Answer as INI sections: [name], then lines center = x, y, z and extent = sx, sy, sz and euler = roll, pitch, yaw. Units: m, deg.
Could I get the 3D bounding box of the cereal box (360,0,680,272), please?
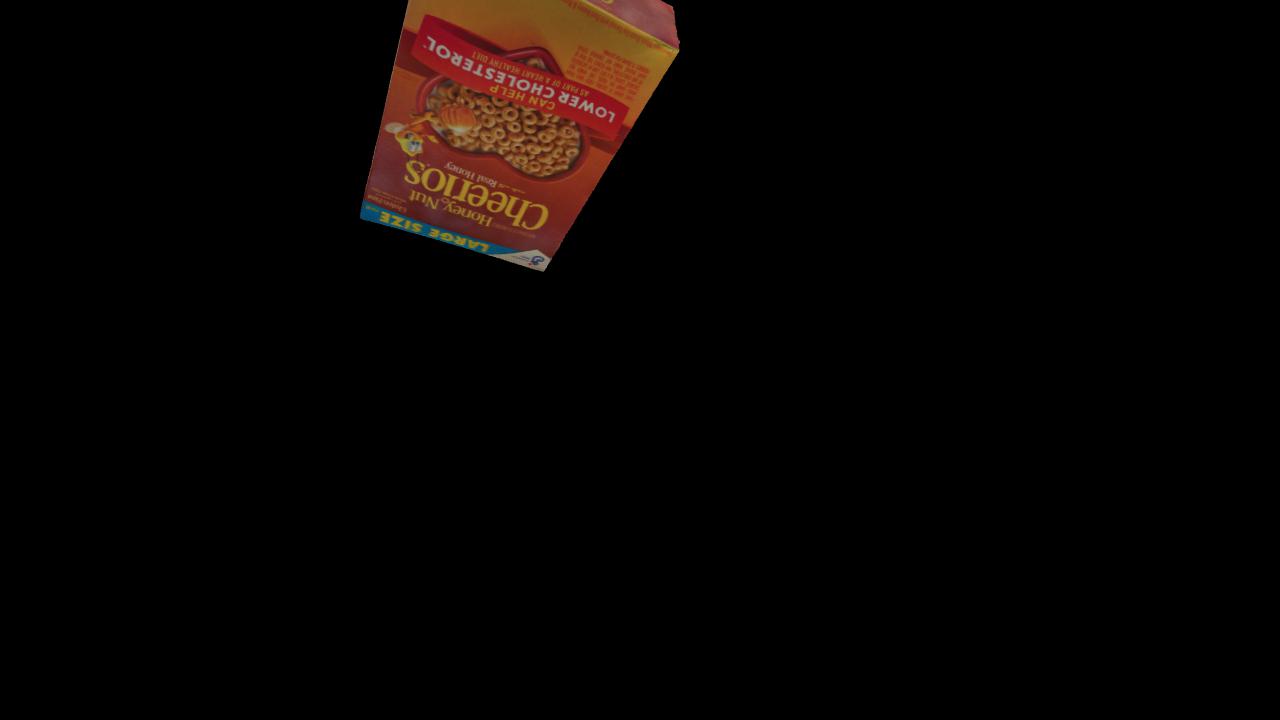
[cereal box]
center = -0.127, -0.222, 0.575
extent = 0.203, 0.081, 0.306
euler = 15, -38, -26
